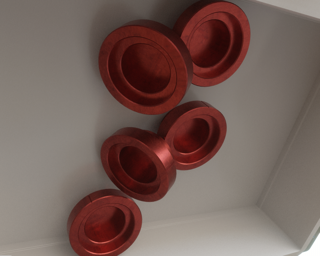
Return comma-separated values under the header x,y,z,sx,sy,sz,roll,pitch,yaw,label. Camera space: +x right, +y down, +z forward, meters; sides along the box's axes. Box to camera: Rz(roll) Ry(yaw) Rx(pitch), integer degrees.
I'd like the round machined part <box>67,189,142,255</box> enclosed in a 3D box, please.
x,y,z,sx,sy,sz,roll,pitch,yaw,label
-0.078,0.128,0.427,0.099,0.042,0.097,-8,110,-23,round machined part

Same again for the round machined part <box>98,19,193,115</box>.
x,y,z,sx,sy,sz,roll,pitch,yaw,label
-0.012,-0.066,0.329,0.042,0.098,0.097,-56,149,-50,round machined part

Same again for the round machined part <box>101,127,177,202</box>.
x,y,z,sx,sy,sz,roll,pitch,yaw,label
-0.022,0.041,0.388,0.042,0.098,0.097,-44,142,-47,round machined part

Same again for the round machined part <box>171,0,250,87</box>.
x,y,z,sx,sy,sz,roll,pitch,yaw,label
0.054,-0.102,0.366,0.099,0.042,0.097,-14,125,-21,round machined part

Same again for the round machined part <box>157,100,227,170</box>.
x,y,z,sx,sy,sz,roll,pitch,yaw,label
0.039,0.006,0.425,0.099,0.042,0.097,-14,125,-21,round machined part
